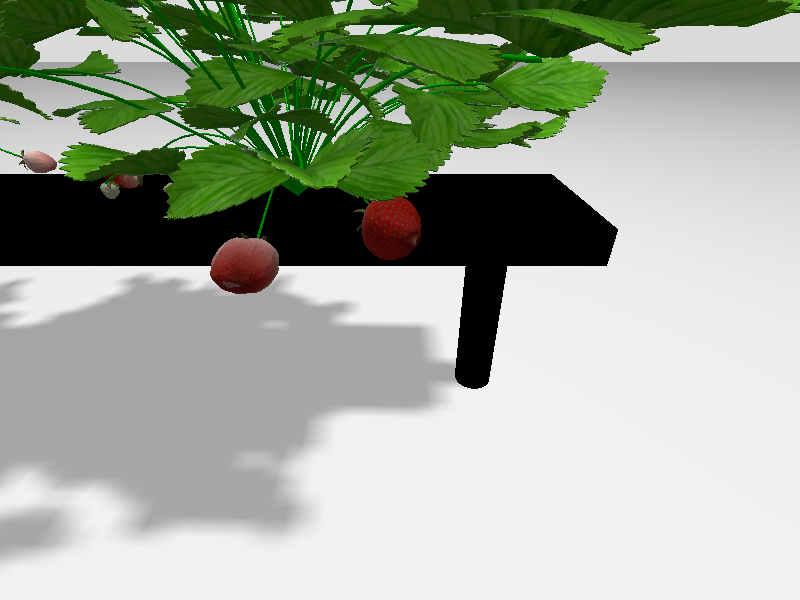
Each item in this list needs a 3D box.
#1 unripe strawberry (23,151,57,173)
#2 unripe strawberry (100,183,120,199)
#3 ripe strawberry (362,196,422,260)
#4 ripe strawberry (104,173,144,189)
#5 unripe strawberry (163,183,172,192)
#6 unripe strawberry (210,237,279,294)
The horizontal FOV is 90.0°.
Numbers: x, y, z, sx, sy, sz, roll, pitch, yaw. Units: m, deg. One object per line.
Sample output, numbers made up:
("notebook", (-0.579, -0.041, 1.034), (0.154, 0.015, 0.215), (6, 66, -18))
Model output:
("unripe strawberry", (-0.366, -0.140, 0.408), (0.025, 0.022, 0.025), (4, 28, -27))
("unripe strawberry", (-0.247, -0.093, 0.342), (0.014, 0.014, 0.013), (5, 32, -8))
("ripe strawberry", (-0.003, -0.042, 0.242), (0.037, 0.039, 0.040), (-21, 38, -29))
("ripe strawberry", (-0.252, -0.117, 0.363), (0.031, 0.030, 0.034), (3, 32, 6))
("unripe strawberry", (-0.200, -0.097, 0.350), (0.012, 0.010, 0.012), (-1, 32, -1))
("unripe strawberry", (-0.079, -0.015, 0.203), (0.034, 0.030, 0.031), (-2, 33, -3))
